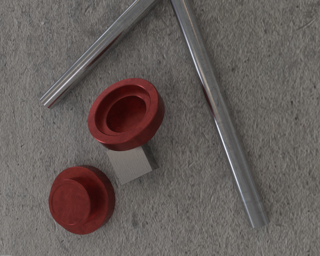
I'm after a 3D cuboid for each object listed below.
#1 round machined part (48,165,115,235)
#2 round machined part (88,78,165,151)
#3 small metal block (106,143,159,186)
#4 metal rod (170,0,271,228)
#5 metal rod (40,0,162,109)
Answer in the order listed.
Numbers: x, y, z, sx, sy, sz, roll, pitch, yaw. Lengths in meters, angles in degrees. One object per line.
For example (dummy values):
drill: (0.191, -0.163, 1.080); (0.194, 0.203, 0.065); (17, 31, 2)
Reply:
round machined part: (-0.118, 0.104, 0.441); (0.098, 0.042, 0.097); (0, 90, 20)
round machined part: (-0.039, -0.013, 0.399); (0.098, 0.042, 0.098); (-12, 55, 18)
small metal block: (-0.037, 0.044, 0.422); (0.050, 0.025, 0.050); (-28, 81, 17)
metal rod: (0.071, -0.027, 0.383); (0.025, 0.025, 0.299); (-21, 83, 19)
metal rod: (-0.061, -0.132, 0.430); (0.299, 0.025, 0.025); (-41, 77, 15)
